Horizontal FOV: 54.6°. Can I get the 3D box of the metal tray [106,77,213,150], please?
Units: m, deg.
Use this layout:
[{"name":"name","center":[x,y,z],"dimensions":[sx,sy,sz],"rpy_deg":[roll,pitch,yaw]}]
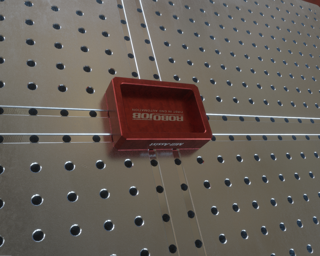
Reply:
[{"name":"metal tray","center":[0.000,-0.019,0.415],"dimensions":[0.131,0.030,0.090],"rpy_deg":[1,61,-28]}]
